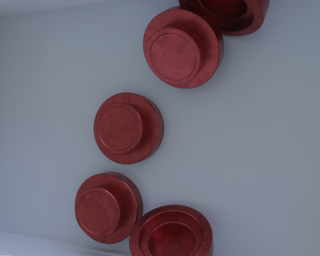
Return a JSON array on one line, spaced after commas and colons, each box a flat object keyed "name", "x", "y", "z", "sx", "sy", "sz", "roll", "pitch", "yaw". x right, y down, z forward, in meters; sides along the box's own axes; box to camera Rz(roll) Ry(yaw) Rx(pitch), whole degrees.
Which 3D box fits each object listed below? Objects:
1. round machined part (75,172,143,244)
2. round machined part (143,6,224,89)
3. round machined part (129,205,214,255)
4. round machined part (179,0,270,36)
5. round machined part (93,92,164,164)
[{"name": "round machined part", "x": -0.077, "y": 0.112, "z": 0.427, "sx": 0.098, "sy": 0.042, "sz": 0.097, "roll": 0, "pitch": 90, "yaw": 19}, {"name": "round machined part", "x": 0.023, "y": -0.091, "z": 0.369, "sx": 0.098, "sy": 0.042, "sz": 0.097, "roll": 14, "pitch": 127, "yaw": 20}, {"name": "round machined part", "x": 0.015, "y": 0.143, "z": 0.375, "sx": 0.098, "sy": 0.098, "sz": 0.042, "roll": 3, "pitch": 123, "yaw": 19}, {"name": "round machined part", "x": 0.074, "y": -0.149, "z": 0.348, "sx": 0.098, "sy": 0.098, "sz": 0.042, "roll": 19, "pitch": 81, "yaw": 18}, {"name": "round machined part", "x": -0.048, "y": 0.001, "z": 0.417, "sx": 0.098, "sy": 0.042, "sz": 0.097, "roll": 0, "pitch": 90, "yaw": 19}]
